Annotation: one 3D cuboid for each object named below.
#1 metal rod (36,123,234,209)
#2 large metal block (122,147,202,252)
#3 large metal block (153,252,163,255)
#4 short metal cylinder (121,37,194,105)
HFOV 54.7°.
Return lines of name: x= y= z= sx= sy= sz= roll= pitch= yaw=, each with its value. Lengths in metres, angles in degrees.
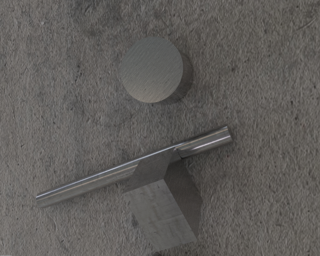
metal rod: x=-0.047 y=0.058 z=0.425 sx=0.300 sy=0.025 sz=0.025 roll=-21 pitch=83 yaw=18
large metal block: x=0.007 y=0.080 z=0.364 sx=0.050 sy=0.080 sz=0.080 roll=-23 pitch=104 yaw=18
large metal block: x=0.005 y=0.209 z=0.378 sx=0.080 sy=0.080 sz=0.050 roll=27 pitch=99 yaw=18
short metal cylinder: x=-0.002 y=-0.070 z=0.397 sx=0.080 sy=0.050 sz=0.080 roll=0 pitch=90 yaw=20
